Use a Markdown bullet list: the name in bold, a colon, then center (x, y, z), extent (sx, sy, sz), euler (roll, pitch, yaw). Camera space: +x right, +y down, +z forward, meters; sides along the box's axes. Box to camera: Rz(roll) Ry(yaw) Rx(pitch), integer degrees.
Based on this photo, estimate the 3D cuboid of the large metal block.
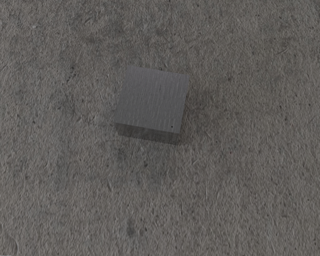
- **large metal block**: center (-0.009, -0.029, 0.405), extent (0.080, 0.050, 0.080), euler (10, 70, 3)
